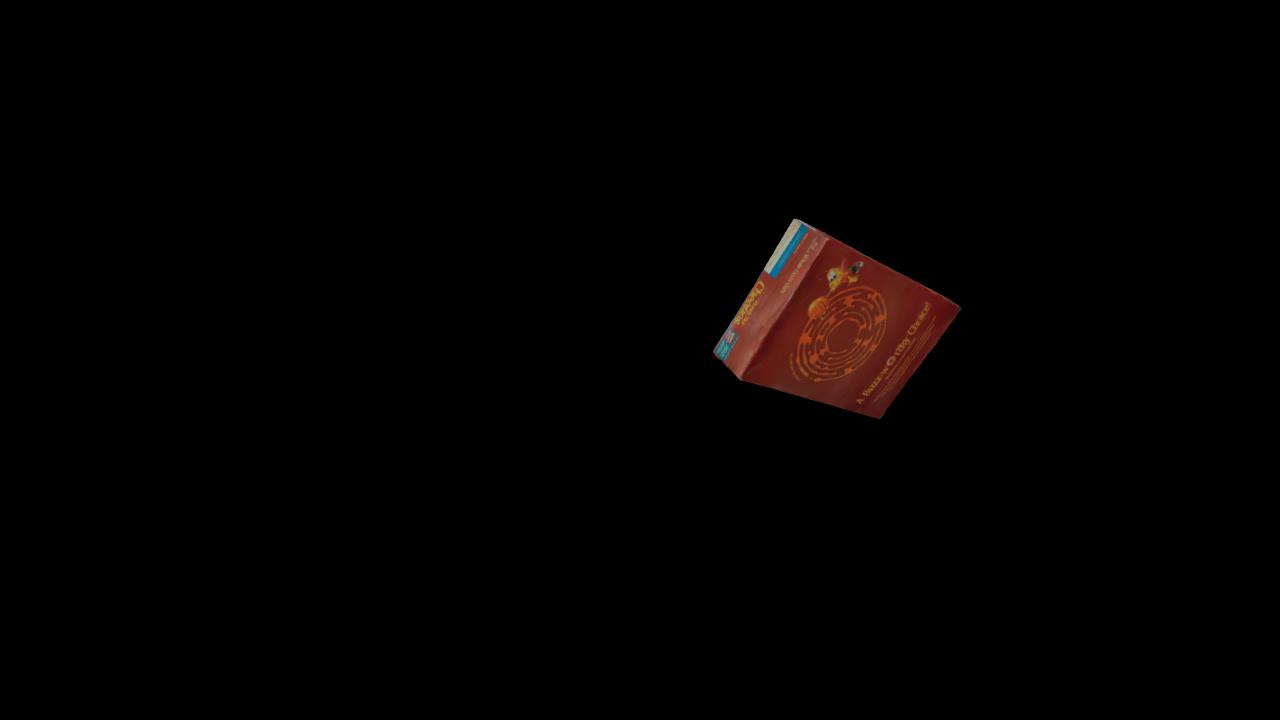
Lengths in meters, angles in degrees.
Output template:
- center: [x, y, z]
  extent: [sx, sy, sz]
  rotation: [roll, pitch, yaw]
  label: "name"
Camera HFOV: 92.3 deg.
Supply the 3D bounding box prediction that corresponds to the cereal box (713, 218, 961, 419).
- center: [0.272, -0.043, 0.836]
  extent: [0.306, 0.203, 0.081]
  rotation: [15, 24, -33]
  label: "cereal box"
